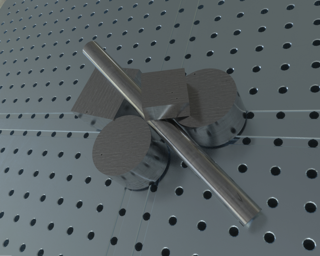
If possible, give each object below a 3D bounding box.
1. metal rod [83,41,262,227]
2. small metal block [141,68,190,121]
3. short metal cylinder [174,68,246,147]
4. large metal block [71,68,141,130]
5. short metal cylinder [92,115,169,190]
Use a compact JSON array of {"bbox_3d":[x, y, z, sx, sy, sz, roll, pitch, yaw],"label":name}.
[{"bbox_3d":[-0.002,-0.011,0.366,0.025,0.025,0.300,-43,65,-1],"label":"metal rod"},{"bbox_3d":[0.006,-0.038,0.351,0.050,0.025,0.050,-7,57,4],"label":"small metal block"},{"bbox_3d":[0.058,-0.024,0.372,0.080,0.050,0.080,-13,56,21],"label":"short metal cylinder"},{"bbox_3d":[-0.066,-0.040,0.444,0.080,0.050,0.080,12,68,33],"label":"large metal block"},{"bbox_3d":[-0.036,0.031,0.388,0.080,0.050,0.080,-13,56,21],"label":"short metal cylinder"}]
